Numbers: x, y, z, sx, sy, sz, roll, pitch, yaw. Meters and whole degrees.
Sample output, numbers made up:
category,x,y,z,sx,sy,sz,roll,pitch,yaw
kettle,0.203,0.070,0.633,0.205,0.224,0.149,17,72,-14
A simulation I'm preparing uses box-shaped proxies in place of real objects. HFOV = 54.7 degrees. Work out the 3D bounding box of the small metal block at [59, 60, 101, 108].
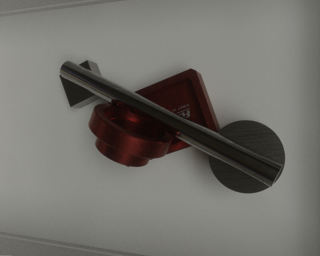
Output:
category,x,y,z,sx,sy,sz,roll,pitch,yaw
small metal block,-0.110,-0.062,0.446,0.050,0.025,0.050,-23,83,18

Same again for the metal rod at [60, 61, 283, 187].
category,x,y,z,sx,sy,sz,roll,pitch,yaw
metal rod,-0.006,-0.016,0.367,0.300,0.025,0.025,28,99,24

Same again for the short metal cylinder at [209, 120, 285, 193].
category,x,y,z,sx,sy,sz,roll,pitch,yaw
short metal cylinder,0.101,0.031,0.360,0.080,0.050,0.079,0,90,19

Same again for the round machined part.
category,x,y,z,sx,sy,sz,roll,pitch,yaw
round machined part,-0.038,0.011,0.369,0.098,0.098,0.042,29,107,17

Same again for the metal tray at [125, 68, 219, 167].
category,x,y,z,sx,sy,sz,roll,pitch,yaw
metal tray,0.003,-0.011,0.404,0.130,0.030,0.090,-20,84,18
